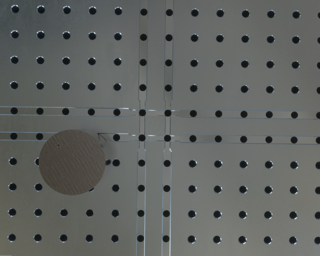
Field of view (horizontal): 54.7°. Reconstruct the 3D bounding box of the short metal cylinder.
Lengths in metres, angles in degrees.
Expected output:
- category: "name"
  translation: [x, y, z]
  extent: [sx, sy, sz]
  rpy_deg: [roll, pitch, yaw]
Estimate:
- category: "short metal cylinder"
  translation: [-0.106, 0.041, 0.400]
  extent: [0.081, 0.050, 0.079]
  rpy_deg: [0, 90, -1]
